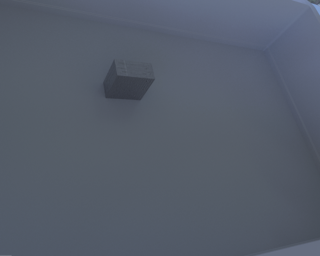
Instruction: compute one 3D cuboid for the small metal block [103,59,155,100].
[{"bbox_3d":[-0.041,-0.061,0.404,0.050,0.050,0.025,1,62,-28],"label":"small metal block"}]
